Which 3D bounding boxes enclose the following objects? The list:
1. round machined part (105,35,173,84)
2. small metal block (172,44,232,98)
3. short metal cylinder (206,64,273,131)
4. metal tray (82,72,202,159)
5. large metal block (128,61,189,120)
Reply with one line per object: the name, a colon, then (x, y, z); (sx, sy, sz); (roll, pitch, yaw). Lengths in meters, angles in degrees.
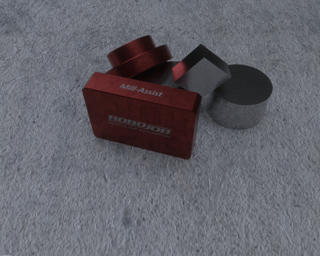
round machined part: (-0.035, -0.097, 0.438); (0.099, 0.098, 0.042); (-30, 100, -23)
small metal block: (0.052, -0.069, 0.388); (0.050, 0.050, 0.025); (26, 43, -34)
short metal cylinder: (0.107, -0.043, 0.426); (0.081, 0.050, 0.080); (0, 50, 0)
metal tray: (-0.021, -0.013, 0.373); (0.131, 0.090, 0.030); (13, 52, 10)
large metal block: (-0.003, -0.047, 0.430); (0.081, 0.050, 0.080); (-1, 50, -1)
